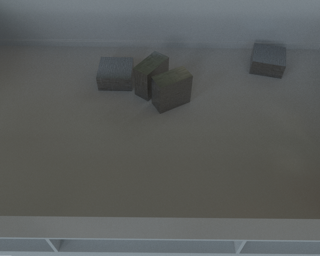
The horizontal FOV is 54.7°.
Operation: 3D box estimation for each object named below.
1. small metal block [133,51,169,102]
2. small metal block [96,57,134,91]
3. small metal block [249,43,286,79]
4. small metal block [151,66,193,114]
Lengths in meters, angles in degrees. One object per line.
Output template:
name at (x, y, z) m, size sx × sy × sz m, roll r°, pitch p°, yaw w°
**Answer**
small metal block at (-0.012, -0.076, 0.452) m, size 0.025 × 0.050 × 0.050 m, roll 30°, pitch 56°, yaw 22°
small metal block at (-0.067, -0.083, 0.474) m, size 0.050 × 0.025 × 0.050 m, roll 1°, pitch 50°, yaw 0°
small metal block at (0.174, -0.109, 0.499) m, size 0.050 × 0.025 × 0.050 m, roll 11°, pitch 51°, yaw 9°
small metal block at (0.016, -0.053, 0.434) m, size 0.050 × 0.050 × 0.025 m, roll -23°, pitch 54°, yaw -19°
